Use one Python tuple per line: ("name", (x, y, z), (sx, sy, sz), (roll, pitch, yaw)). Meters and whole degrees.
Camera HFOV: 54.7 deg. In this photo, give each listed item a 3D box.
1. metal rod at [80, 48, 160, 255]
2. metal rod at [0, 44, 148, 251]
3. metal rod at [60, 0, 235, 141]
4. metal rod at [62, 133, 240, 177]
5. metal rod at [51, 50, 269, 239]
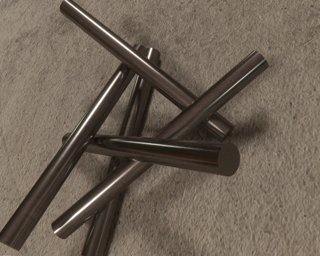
("metal rod", (-0.045, 0.016, 0.415), (0.025, 0.025, 0.300), (0, 61, 28))
("metal rod", (-0.088, 0.000, 0.377), (0.025, 0.025, 0.300), (6, 52, 30))
("metal rod", (-0.029, -0.086, 0.407), (0.300, 0.025, 0.025), (41, 85, 19))
("metal rod", (-0.042, 0.021, 0.345), (0.300, 0.025, 0.025), (1, 60, 52))
("metal rod", (-0.003, 0.021, 0.350), (0.300, 0.025, 0.025), (-41, 51, 4))
